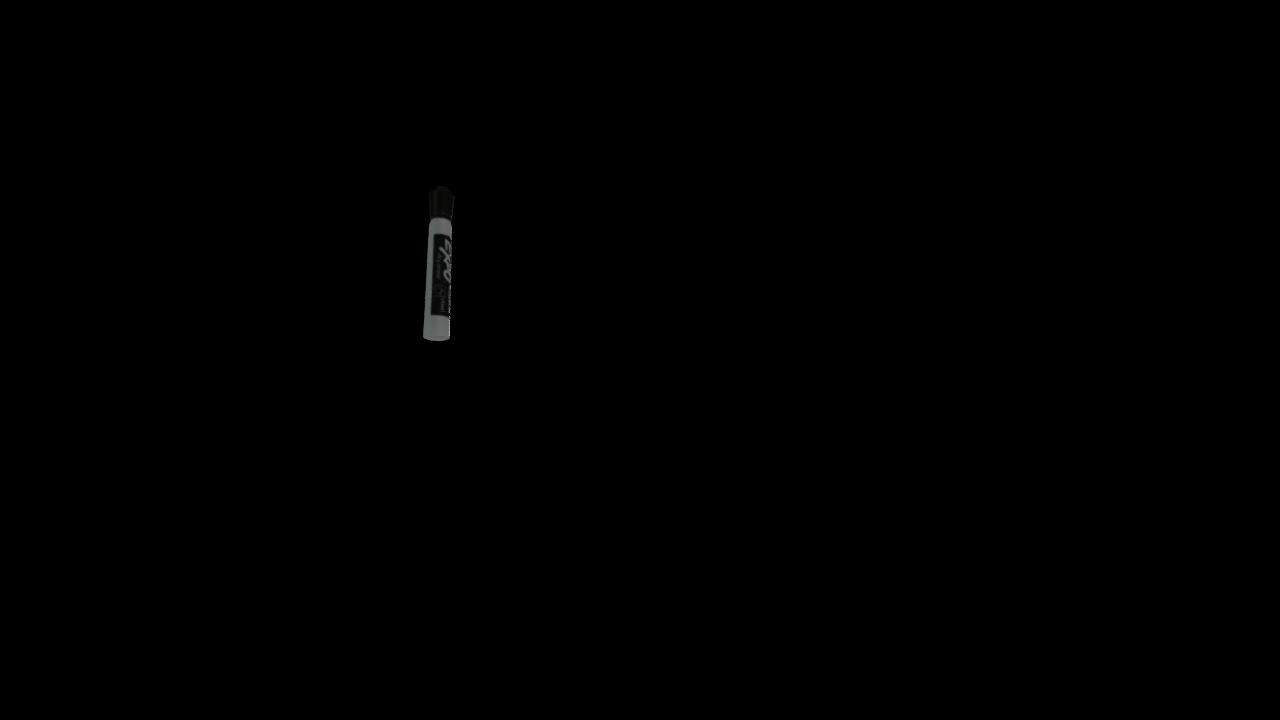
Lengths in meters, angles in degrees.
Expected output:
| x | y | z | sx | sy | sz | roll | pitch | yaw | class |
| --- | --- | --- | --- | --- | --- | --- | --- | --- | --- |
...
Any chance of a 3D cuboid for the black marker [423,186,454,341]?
| x | y | z | sx | sy | sz | roll | pitch | yaw | class |
| --- | --- | --- | --- | --- | --- | --- | --- | --- | --- |
| -0.153 | -0.075 | 0.467 | 0.020 | 0.121 | 0.020 | -2 | -12 | 0 | black marker |
